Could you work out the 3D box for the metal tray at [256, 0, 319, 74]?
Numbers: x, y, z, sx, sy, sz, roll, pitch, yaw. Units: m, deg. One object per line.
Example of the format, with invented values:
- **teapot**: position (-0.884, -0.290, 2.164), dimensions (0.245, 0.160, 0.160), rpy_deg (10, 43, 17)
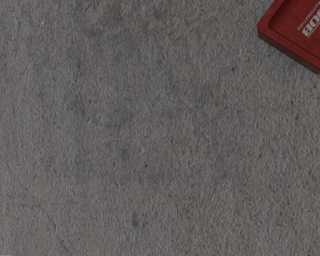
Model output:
- **metal tray**: position (0.183, -0.137, 0.341), dimensions (0.090, 0.030, 0.130), rpy_deg (39, 102, 15)
